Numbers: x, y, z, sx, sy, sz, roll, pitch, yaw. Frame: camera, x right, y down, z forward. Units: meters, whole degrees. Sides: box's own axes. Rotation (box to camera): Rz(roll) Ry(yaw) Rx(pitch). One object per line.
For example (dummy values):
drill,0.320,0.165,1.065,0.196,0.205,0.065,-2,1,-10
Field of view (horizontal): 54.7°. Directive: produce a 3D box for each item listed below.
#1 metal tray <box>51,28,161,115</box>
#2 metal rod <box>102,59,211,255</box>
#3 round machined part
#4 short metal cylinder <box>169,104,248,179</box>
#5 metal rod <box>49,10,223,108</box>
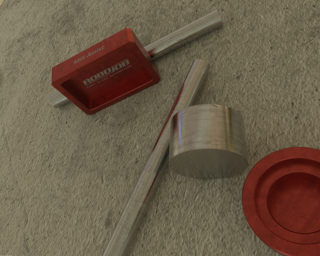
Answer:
metal tray,-0.077,-0.077,0.449,0.130,0.090,0.030,-24,53,13
metal rod,-0.003,0.041,0.380,0.025,0.025,0.300,13,68,33
round machined part,0.129,0.070,0.283,0.098,0.042,0.098,-13,56,21
short metal cylinder,0.051,0.017,0.331,0.080,0.080,0.050,-10,58,22
metal rod,-0.046,-0.104,0.491,0.300,0.025,0.025,-24,53,13
